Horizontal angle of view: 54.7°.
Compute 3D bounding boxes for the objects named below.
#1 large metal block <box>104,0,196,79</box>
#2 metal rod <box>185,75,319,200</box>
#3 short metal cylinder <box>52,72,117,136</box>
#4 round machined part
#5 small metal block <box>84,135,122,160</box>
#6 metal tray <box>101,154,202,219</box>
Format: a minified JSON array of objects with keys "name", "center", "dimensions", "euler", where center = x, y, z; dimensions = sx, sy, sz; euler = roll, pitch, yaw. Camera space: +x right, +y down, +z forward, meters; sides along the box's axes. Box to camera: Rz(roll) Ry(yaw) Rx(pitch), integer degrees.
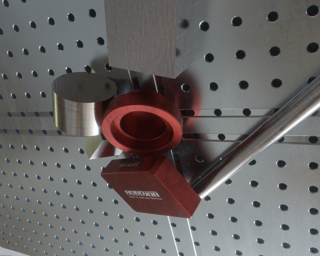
[{"name":"large metal block","center":[-0.010,-0.106,0.335],"dimensions":[0.080,0.050,0.079],"euler":[14,124,20]},{"name":"metal rod","center":[0.117,0.013,0.357],"dimensions":[0.025,0.025,0.298],"euler":[40,129,1]},{"name":"short metal cylinder","center":[-0.099,-0.033,0.407],"dimensions":[0.080,0.080,0.050],"euler":[22,126,15]},{"name":"round machined part","center":[-0.020,-0.010,0.389],"dimensions":[0.099,0.042,0.097],"euler":[3,140,3]},{"name":"small metal block","center":[-0.073,0.018,0.441],"dimensions":[0.050,0.050,0.025],"euler":[-49,58,40]},{"name":"metal tray","center":[-0.017,0.083,0.438],"dimensions":[0.130,0.030,0.090],"euler":[-12,123,50]}]
